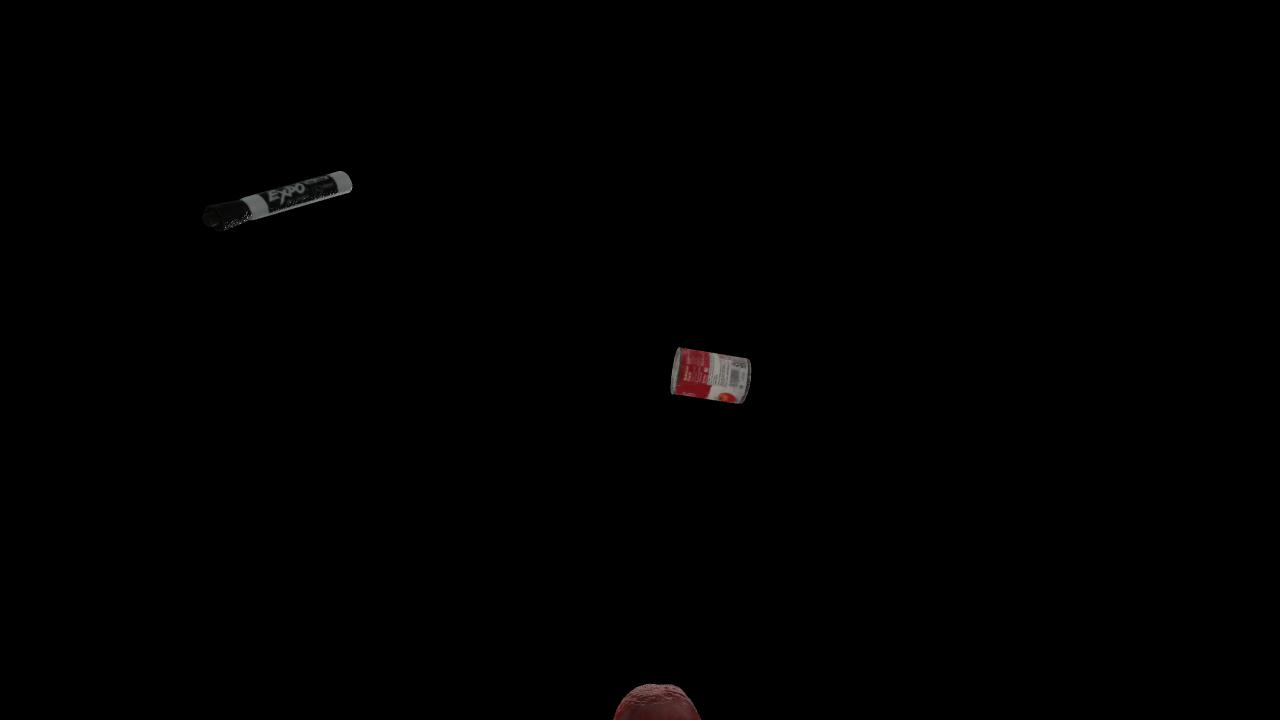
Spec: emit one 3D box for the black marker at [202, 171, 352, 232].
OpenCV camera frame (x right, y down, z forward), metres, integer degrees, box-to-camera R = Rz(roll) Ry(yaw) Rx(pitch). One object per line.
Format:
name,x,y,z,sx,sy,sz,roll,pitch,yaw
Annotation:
black marker,-0.276,-0.124,0.475,0.020,0.020,0.121,0,27,28

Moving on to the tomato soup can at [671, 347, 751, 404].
tomato soup can,0.099,0.022,0.865,0.101,0.068,0.068,8,-1,-4

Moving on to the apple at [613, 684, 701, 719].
apple,0.013,0.281,0.448,0.079,0.079,0.093,0,10,5
